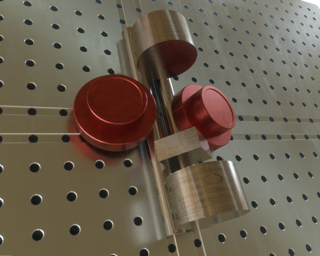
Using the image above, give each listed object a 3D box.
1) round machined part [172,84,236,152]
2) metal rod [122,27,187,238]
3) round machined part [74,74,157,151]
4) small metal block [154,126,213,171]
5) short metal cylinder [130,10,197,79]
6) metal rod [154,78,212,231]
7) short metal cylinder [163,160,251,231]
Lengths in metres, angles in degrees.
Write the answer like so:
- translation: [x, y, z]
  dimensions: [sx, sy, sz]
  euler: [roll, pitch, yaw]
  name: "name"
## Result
- translation: [0.066, -0.020, 0.428]
  dimensions: [0.099, 0.042, 0.098]
  euler: [26, 47, -31]
  name: "round machined part"
- translation: [-0.014, -0.013, 0.407]
  dimensions: [0.025, 0.025, 0.299]
  euler: [1, 61, -28]
  name: "metal rod"
- translation: [-0.052, -0.025, 0.369]
  dimensions: [0.099, 0.042, 0.098]
  euler: [5, 61, -10]
  name: "round machined part"
- translation: [0.028, 0.026, 0.361]
  dimensions: [0.050, 0.050, 0.025]
  euler: [41, 32, -60]
  name: "small metal block"
- translation: [0.004, -0.109, 0.413]
  dimensions: [0.081, 0.080, 0.050]
  euler: [1, 62, -28]
  name: "short metal cylinder"
- translation: [0.017, -0.015, 0.425]
  dimensions: [0.025, 0.025, 0.299]
  euler: [1, 61, -28]
  name: "metal rod"
- translation: [0.048, 0.073, 0.326]
  dimensions: [0.081, 0.080, 0.050]
  euler: [1, 62, -28]
  name: "short metal cylinder"
